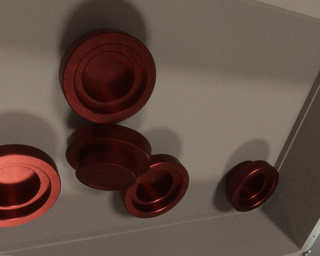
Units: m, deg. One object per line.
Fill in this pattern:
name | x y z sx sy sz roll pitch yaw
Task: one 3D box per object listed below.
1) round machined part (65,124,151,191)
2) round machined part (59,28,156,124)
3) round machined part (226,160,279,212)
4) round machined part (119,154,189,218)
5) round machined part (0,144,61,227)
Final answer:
round machined part | -0.060 0.040 0.361 0.099 0.042 0.097 1 143 1
round machined part | -0.057 -0.057 0.331 0.099 0.042 0.097 -13 122 -22
round machined part | 0.156 0.097 0.546 0.099 0.042 0.097 -14 125 -21
round machined part | -0.011 0.077 0.441 0.099 0.042 0.097 -14 125 -21
round machined part | -0.165 0.059 0.345 0.099 0.042 0.097 -14 125 -21
